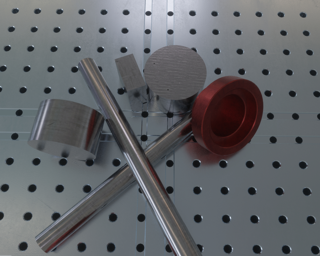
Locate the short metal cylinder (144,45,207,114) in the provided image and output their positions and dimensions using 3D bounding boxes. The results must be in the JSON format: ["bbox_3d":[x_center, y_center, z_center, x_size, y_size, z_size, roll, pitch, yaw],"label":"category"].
[{"bbox_3d":[0.020,-0.064,0.422,0.080,0.050,0.080,0,71,0],"label":"short metal cylinder"}]

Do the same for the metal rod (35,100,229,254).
[{"bbox_3d":[-0.023,0.044,0.395,0.301,0.025,0.025,-39,75,-13],"label":"metal rod"}]

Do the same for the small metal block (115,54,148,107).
[{"bbox_3d":[-0.038,-0.064,0.421,0.025,0.050,0.050,-20,71,-7],"label":"small metal block"}]

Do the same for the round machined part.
[{"bbox_3d":[0.079,-0.018,0.391,0.098,0.098,0.042,-39,35,-13],"label":"round machined part"}]

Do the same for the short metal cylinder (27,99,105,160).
[{"bbox_3d":[-0.113,0.004,0.380,0.080,0.080,0.050,8,71,3],"label":"short metal cylinder"}]

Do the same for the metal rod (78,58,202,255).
[{"bbox_3d":[-0.036,0.023,0.378,0.025,0.025,0.299,-27,63,-9],"label":"metal rod"}]
